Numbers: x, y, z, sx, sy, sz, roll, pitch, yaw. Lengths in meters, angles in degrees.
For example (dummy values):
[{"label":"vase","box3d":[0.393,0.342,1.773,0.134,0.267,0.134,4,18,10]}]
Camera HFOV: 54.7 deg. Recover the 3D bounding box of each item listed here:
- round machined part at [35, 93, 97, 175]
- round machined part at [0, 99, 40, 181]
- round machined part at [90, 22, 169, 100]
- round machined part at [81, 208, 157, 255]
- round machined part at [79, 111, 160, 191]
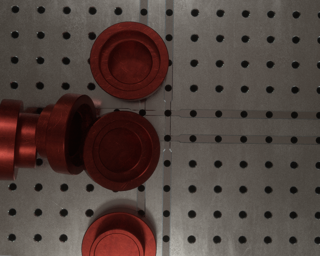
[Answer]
[{"label":"round machined part","box3d":[-0.114,0.006,0.376,0.042,0.098,0.097,7,90,8]},{"label":"round machined part","box3d":[-0.171,0.015,0.378,0.042,0.098,0.097,5,90,-20]},{"label":"round machined part","box3d":[-0.038,-0.084,0.404,0.099,0.042,0.097,0,90,-1]},{"label":"round machined part","box3d":[-0.053,0.159,0.404,0.099,0.042,0.097,0,90,-1]},{"label":"round machined part","box3d":[-0.053,0.027,0.392,0.099,0.042,0.097,0,90,-27]}]
